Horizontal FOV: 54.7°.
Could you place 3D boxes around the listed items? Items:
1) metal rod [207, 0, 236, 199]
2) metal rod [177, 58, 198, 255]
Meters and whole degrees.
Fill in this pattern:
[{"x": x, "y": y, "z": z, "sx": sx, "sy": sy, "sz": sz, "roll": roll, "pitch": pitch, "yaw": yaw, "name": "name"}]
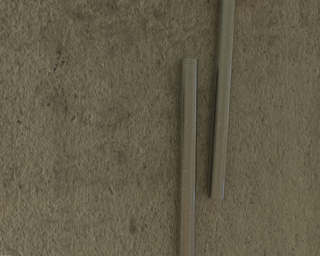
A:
[{"x": 0.089, "y": -0.051, "z": 0.443, "sx": 0.025, "sy": 0.025, "sz": 0.298, "roll": 4, "pitch": 89, "yaw": -20, "name": "metal rod"}, {"x": 0.038, "y": 0.056, "z": 0.424, "sx": 0.025, "sy": 0.025, "sz": 0.298, "roll": 1, "pitch": 90, "yaw": -20, "name": "metal rod"}]
